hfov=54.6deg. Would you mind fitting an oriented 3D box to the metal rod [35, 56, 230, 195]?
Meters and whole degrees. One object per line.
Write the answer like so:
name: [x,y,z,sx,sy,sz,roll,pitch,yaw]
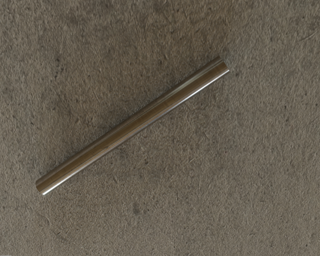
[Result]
metal rod: [-0.044,0.002,0.410,0.300,0.025,0.025,-33,107,11]
